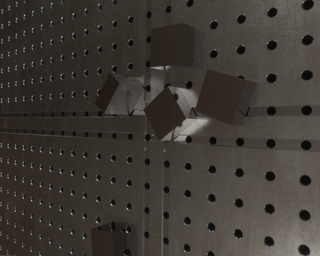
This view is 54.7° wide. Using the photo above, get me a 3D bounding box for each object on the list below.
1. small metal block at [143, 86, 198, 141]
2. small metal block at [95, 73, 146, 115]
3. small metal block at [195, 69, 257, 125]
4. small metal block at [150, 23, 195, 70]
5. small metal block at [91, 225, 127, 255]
[{"bbox_3d":[0.012,-0.018,0.397,0.050,0.025,0.050,-41,65,32],"label":"small metal block"},{"bbox_3d":[-0.056,-0.047,0.437,0.025,0.050,0.050,46,117,30],"label":"small metal block"},{"bbox_3d":[0.073,-0.035,0.348,0.050,0.025,0.050,25,106,37],"label":"small metal block"},{"bbox_3d":[0.015,-0.102,0.395,0.050,0.025,0.050,4,93,39],"label":"small metal block"},{"bbox_3d":[-0.078,0.178,0.471,0.050,0.025,0.050,-8,85,39],"label":"small metal block"}]
